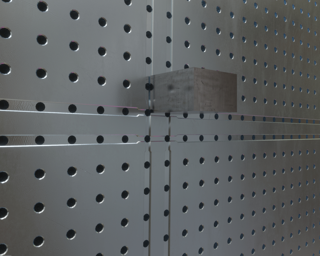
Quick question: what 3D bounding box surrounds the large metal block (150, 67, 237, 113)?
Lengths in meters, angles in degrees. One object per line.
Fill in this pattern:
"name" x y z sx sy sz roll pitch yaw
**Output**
"large metal block" 0.044 -0.045 0.409 0.081 0.080 0.050 -1 91 -40
